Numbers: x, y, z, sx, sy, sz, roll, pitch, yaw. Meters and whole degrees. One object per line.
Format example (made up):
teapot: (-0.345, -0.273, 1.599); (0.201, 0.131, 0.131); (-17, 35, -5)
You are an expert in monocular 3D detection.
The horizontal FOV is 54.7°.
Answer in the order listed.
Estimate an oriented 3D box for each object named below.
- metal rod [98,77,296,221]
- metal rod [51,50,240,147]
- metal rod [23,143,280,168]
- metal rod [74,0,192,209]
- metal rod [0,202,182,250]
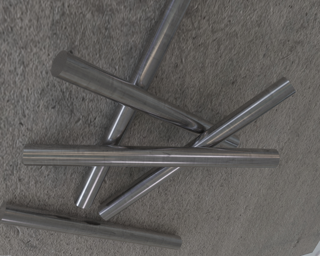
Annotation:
metal rod: (0.040, 0.033, 0.409); (0.300, 0.025, 0.025); (-36, 130, 11)
metal rod: (0.012, -0.017, 0.376); (0.302, 0.025, 0.025); (21, 107, -44)
metal rod: (-0.001, 0.034, 0.373); (0.302, 0.025, 0.025); (2, 119, -11)
metal rod: (-0.036, -0.028, 0.369); (0.025, 0.025, 0.298); (16, 110, -35)
metal rod: (-0.079, 0.151, 0.456); (0.301, 0.025, 0.025); (25, 105, -37)
